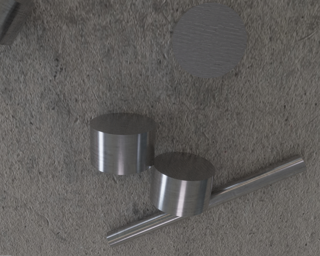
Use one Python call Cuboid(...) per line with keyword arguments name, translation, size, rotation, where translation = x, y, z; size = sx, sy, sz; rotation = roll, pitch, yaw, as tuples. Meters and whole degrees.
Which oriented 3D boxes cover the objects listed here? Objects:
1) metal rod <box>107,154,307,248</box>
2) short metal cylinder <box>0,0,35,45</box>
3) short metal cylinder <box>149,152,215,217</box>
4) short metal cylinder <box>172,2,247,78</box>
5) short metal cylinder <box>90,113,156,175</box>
Cuboid(name="metal rod", translation=(0.061, 0.108, 0.450), size=(0.301, 0.025, 0.025), rotation=(-24, 109, 8))
Cuboid(name="short metal cylinder", translation=(-0.185, -0.133, 0.330), size=(0.080, 0.080, 0.050), rotation=(34, 107, -12))
Cuboid(name="short metal cylinder", translation=(0.028, 0.071, 0.407), size=(0.081, 0.080, 0.050), rotation=(6, 110, -2))
Cuboid(name="short metal cylinder", translation=(0.054, -0.102, 0.359), size=(0.081, 0.050, 0.079), rotation=(0, 110, 0))
Cuboid(name="short metal cylinder", translation=(-0.046, 0.017, 0.386), size=(0.081, 0.080, 0.050), rotation=(3, 110, -1))
